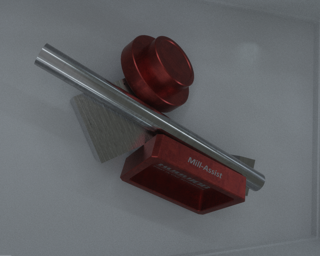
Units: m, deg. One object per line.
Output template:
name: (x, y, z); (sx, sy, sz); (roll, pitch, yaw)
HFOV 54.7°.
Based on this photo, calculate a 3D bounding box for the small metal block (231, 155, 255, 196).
small metal block: (0.103, 0.064, 0.435); (0.025, 0.050, 0.050); (16, 85, -20)

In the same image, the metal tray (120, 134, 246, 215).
metal tray: (0.028, 0.063, 0.382); (0.131, 0.090, 0.030); (28, 53, -19)

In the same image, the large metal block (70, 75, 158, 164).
large metal block: (-0.053, -0.012, 0.376); (0.081, 0.050, 0.080); (-24, 98, -19)

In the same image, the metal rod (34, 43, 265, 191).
metal rod: (0.004, -0.002, 0.357); (0.301, 0.025, 0.025); (30, 80, -18)

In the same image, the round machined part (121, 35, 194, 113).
round machined part: (0.004, -0.071, 0.375); (0.098, 0.042, 0.098); (31, 45, -35)
